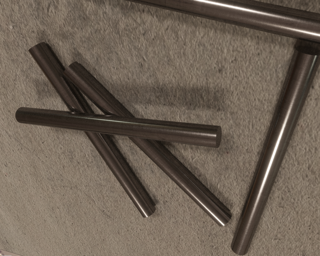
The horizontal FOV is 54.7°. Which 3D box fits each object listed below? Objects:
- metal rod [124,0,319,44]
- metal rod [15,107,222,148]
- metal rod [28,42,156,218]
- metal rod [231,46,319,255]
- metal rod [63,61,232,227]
[{"bbox_3d":[0.024,-0.129,0.313,0.301,0.025,0.025,19,126,16],"label":"metal rod"},{"bbox_3d":[-0.071,-0.005,0.405,0.301,0.025,0.025,6,121,24],"label":"metal rod"},{"bbox_3d":[-0.093,0.012,0.461,0.025,0.025,0.299,-21,108,35],"label":"metal rod"},{"bbox_3d":[0.128,0.052,0.370,0.025,0.025,0.298,17,125,18],"label":"metal rod"},{"bbox_3d":[-0.014,0.024,0.427,0.300,0.025,0.025,45,129,-4],"label":"metal rod"}]
